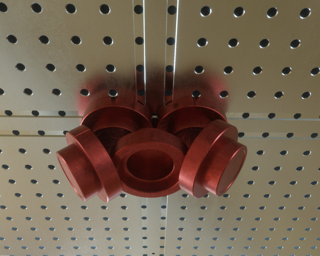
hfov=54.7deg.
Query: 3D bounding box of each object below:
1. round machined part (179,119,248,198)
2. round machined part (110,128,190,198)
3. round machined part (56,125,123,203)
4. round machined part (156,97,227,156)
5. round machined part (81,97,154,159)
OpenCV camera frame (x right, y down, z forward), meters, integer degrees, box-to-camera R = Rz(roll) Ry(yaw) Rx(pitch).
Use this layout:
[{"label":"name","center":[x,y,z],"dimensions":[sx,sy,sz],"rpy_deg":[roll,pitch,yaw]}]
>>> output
[{"label":"round machined part","center":[0.069,0.042,0.370],"dimensions":[0.042,0.099,0.097],"rpy_deg":[29,138,29]},{"label":"round machined part","center":[-0.012,0.038,0.376],"dimensions":[0.099,0.042,0.097],"rpy_deg":[-1,130,0]},{"label":"round machined part","center":[-0.090,0.049,0.374],"dimensions":[0.042,0.098,0.097],"rpy_deg":[-30,135,-25]},{"label":"round machined part","center":[0.042,0.010,0.409],"dimensions":[0.099,0.042,0.097],"rpy_deg":[-1,130,0]},{"label":"round machined part","center":[-0.056,0.010,0.408],"dimensions":[0.099,0.042,0.097],"rpy_deg":[-1,130,0]}]
